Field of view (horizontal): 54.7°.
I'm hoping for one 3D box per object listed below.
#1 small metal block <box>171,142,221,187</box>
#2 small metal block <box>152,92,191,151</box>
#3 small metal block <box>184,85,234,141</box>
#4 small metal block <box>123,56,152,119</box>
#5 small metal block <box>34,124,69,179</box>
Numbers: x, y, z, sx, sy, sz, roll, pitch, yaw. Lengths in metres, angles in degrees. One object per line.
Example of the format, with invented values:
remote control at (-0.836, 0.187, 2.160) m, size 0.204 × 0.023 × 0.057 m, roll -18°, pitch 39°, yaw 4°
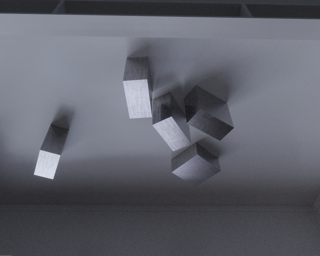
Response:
small metal block at (0.052, 0.055, 0.457) m, size 0.050 × 0.025 × 0.050 m, roll 35°, pitch 121°, yaw -27°
small metal block at (0.015, -0.008, 0.386) m, size 0.025 × 0.050 × 0.050 m, roll -24°, pitch 126°, yaw 19°
small metal block at (0.059, -0.019, 0.378) m, size 0.050 × 0.050 × 0.025 m, roll 27°, pitch 125°, yaw -21°
small metal block at (-0.024, -0.046, 0.353) m, size 0.025 × 0.050 × 0.050 m, roll -4°, pitch 130°, yaw 3°
small metal block at (-0.146, 0.032, 0.418) m, size 0.025 × 0.050 × 0.050 m, roll 18°, pitch 128°, yaw -15°
